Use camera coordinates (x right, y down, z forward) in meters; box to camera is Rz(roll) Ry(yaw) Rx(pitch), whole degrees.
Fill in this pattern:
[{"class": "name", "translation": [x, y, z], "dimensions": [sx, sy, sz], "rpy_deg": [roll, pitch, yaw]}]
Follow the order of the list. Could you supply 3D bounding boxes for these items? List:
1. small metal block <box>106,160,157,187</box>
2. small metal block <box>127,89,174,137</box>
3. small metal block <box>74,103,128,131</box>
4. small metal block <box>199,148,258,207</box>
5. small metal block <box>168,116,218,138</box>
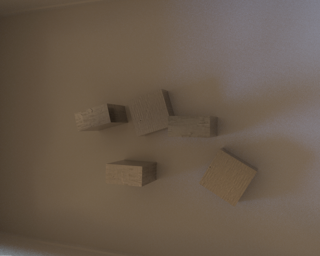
[{"class": "small metal block", "translation": [-0.037, 0.059, 0.410], "dimensions": [0.050, 0.050, 0.025], "rpy_deg": [2, 91, 20]}, {"class": "small metal block", "translation": [-0.010, -0.020, 0.414], "dimensions": [0.050, 0.025, 0.050], "rpy_deg": [-17, 84, 19]}, {"class": "small metal block", "translation": [-0.079, -0.014, 0.425], "dimensions": [0.050, 0.050, 0.025], "rpy_deg": [-14, 85, 19]}, {"class": "small metal block", "translation": [0.084, 0.059, 0.381], "dimensions": [0.050, 0.025, 0.050], "rpy_deg": [32, 100, 17]}, {"class": "small metal block", "translation": [0.042, -0.002, 0.382], "dimensions": [0.050, 0.050, 0.025], "rpy_deg": [1, 90, 20]}]
